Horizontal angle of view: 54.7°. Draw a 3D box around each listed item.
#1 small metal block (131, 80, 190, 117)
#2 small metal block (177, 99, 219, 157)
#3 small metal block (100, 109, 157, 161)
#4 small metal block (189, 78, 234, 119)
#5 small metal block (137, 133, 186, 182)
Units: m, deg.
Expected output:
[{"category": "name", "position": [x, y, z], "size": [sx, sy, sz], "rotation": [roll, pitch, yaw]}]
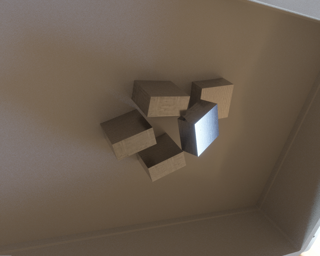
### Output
[{"category": "small metal block", "position": [0.000, -0.036, 0.371], "size": [0.050, 0.050, 0.025], "rotation": [-3, 120, -27]}, {"category": "small metal block", "position": [0.050, -0.001, 0.393], "size": [0.050, 0.025, 0.050], "rotation": [-40, 135, -35]}, {"category": "small metal block", "position": [-0.039, 0.007, 0.377], "size": [0.050, 0.050, 0.025], "rotation": [-23, 127, -15]}, {"category": "small metal block", "position": [0.069, -0.039, 0.425], "size": [0.050, 0.025, 0.050], "rotation": [-10, 123, -24]}, {"category": "small metal block", "position": [0.000, 0.038, 0.417], "size": [0.050, 0.050, 0.025], "rotation": [-24, 128, -14]}]
